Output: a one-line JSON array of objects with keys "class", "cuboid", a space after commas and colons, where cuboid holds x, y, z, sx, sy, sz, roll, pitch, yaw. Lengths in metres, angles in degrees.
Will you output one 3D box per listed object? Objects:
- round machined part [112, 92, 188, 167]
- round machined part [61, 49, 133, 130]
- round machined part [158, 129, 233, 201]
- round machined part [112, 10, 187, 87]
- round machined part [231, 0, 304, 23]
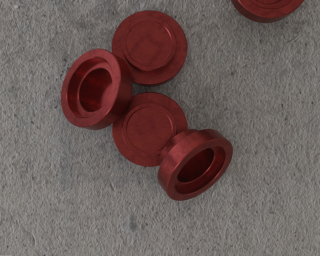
[{"class": "round machined part", "cuboid": [-0.013, 0.002, 0.401, 0.099, 0.042, 0.097, 0, 90, 0]}, {"class": "round machined part", "cuboid": [-0.074, -0.045, 0.386, 0.098, 0.042, 0.098, -8, 74, 31]}, {"class": "round machined part", "cuboid": [0.039, 0.040, 0.384, 0.098, 0.098, 0.042, -43, 51, 0]}, {"class": "round machined part", "cuboid": [-0.014, -0.104, 0.401, 0.099, 0.042, 0.097, 0, 90, 0]}, {"class": "round machined part", "cuboid": [0.137, -0.185, 0.402, 0.099, 0.042, 0.097, 0, 90, 0]}]
